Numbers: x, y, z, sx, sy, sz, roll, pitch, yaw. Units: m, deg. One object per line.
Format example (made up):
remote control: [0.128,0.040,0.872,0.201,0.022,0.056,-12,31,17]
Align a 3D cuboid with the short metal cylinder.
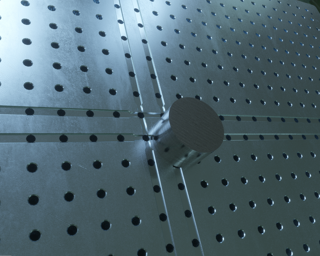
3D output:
short metal cylinder: [0.037,0.006,0.410,0.081,0.050,0.080,14,56,-21]
